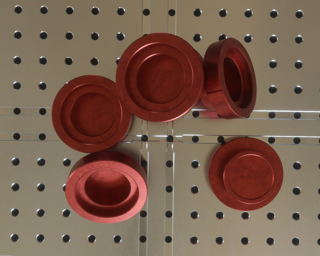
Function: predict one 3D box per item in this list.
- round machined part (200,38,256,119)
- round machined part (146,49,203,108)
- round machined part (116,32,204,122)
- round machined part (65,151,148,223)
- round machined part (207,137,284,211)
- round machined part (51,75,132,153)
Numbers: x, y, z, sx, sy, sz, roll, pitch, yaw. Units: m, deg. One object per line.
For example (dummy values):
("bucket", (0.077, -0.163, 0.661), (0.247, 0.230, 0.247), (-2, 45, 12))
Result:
("round machined part", (0.080, -0.059, 0.387), (0.042, 0.099, 0.098), (-8, 90, 40))
("round machined part", (0.015, -0.065, 0.405), (0.099, 0.042, 0.097), (0, 90, 0))
("round machined part", (0.002, -0.056, 0.358), (0.098, 0.042, 0.097), (1, 93, 13))
("round machined part", (-0.065, 0.069, 0.392), (0.099, 0.042, 0.097), (-2, 118, -4))
("round machined part", (0.113, 0.061, 0.406), (0.099, 0.042, 0.097), (0, 90, 0))
("round machined part", (-0.085, -0.017, 0.404), (0.099, 0.042, 0.097), (0, 89, 0))
